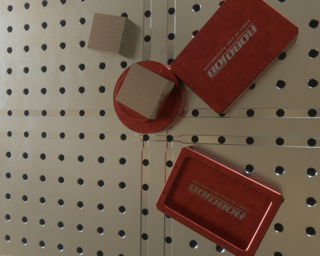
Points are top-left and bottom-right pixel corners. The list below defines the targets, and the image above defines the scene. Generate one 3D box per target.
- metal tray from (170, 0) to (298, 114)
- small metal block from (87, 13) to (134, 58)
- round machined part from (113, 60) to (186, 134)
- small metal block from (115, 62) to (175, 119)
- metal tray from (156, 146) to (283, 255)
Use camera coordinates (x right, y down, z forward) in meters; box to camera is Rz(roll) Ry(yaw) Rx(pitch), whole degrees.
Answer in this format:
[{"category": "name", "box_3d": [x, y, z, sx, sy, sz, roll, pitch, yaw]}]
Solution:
[{"category": "metal tray", "box_3d": [0.087, -0.092, 0.379, 0.090, 0.030, 0.130, 46, 104, 14]}, {"category": "small metal block", "box_3d": [-0.070, -0.131, 0.437, 0.050, 0.025, 0.050, 15, 95, 19]}, {"category": "round machined part", "box_3d": [-0.019, -0.041, 0.410, 0.098, 0.042, 0.097, 0, 90, 19]}, {"category": "small metal block", "box_3d": [-0.018, -0.044, 0.374, 0.050, 0.025, 0.050, 30, 100, 17]}, {"category": "metal tray", "box_3d": [0.071, 0.089, 0.384, 0.130, 0.030, 0.090, 26, 99, 18]}]
